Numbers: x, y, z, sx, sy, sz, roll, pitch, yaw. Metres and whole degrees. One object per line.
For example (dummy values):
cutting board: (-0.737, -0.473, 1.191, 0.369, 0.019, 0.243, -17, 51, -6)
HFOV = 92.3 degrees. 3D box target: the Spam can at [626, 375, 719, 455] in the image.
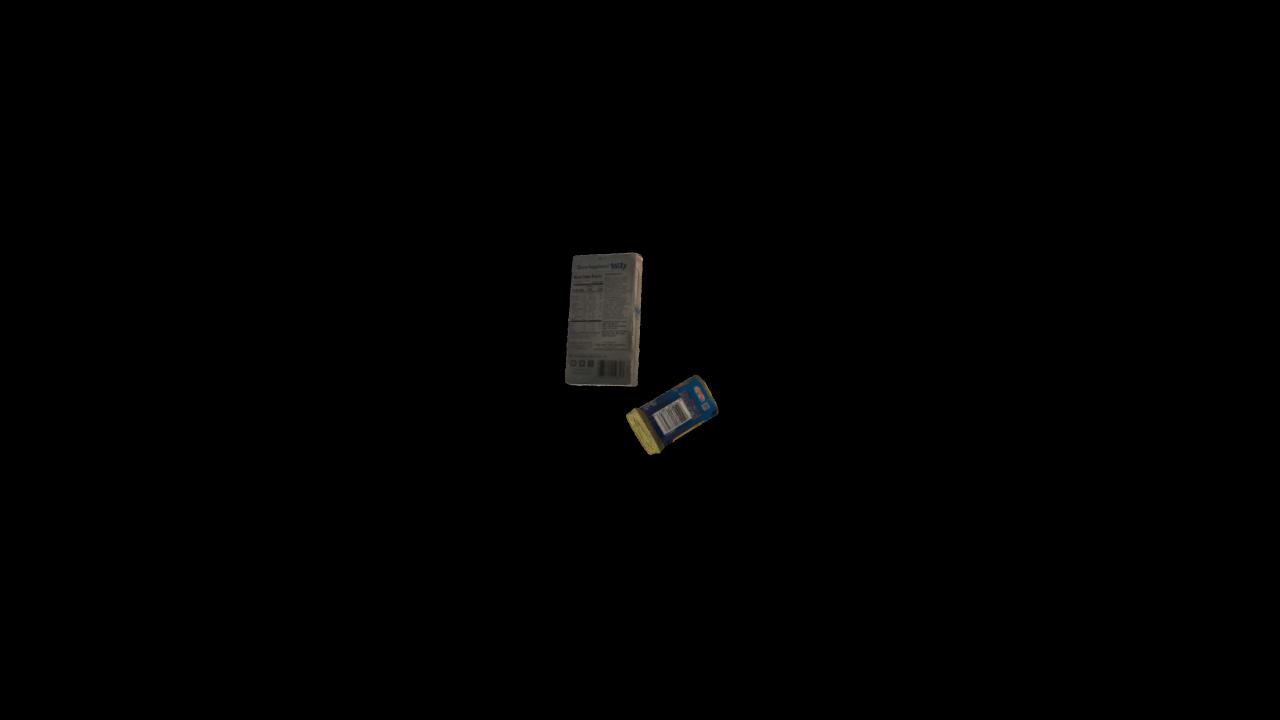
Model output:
Spam can: (0.037, 0.065, 0.723, 0.085, 0.058, 0.101, -30, -4, -12)

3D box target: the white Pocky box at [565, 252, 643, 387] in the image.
white Pocky box: (-0.042, -0.046, 0.718, 0.084, 0.154, 0.028, 1, -6, 20)
